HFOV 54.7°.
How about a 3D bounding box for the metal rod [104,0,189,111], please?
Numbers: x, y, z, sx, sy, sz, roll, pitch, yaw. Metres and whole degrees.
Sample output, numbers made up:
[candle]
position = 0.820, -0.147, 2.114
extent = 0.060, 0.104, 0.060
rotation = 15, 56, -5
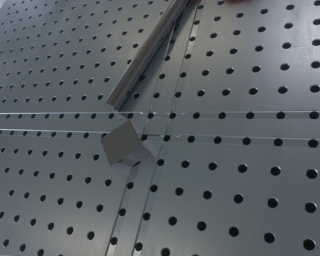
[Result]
[metal rod]
position = -0.001, -0.156, 0.504
extent = 0.025, 0.025, 0.300
rotation = 20, 72, 35

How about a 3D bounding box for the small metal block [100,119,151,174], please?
[small metal block]
position = -0.047, 0.025, 0.418
extent = 0.050, 0.025, 0.050
rotation = -34, 51, 6
